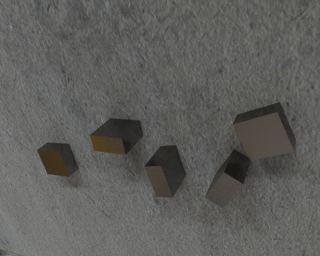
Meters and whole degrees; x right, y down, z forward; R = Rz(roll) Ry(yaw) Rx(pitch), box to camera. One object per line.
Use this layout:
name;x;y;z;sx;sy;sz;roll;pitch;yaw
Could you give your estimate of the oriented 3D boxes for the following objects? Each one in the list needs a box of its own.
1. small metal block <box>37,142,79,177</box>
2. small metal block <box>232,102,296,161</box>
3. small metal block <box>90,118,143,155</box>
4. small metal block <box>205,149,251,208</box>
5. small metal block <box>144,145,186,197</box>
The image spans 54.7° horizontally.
small metal block;-0.174;0.054;0.529;0.050;0.025;0.050;2;119;27
small metal block;0.117;0.005;0.348;0.050;0.025;0.050;-18;109;34
small metal block;-0.059;0.010;0.426;0.050;0.050;0.025;5;121;25
small metal block;0.085;0.062;0.384;0.025;0.050;0.050;32;128;7
small metal block;0.009;0.058;0.421;0.025;0.050;0.050;-6;116;30
